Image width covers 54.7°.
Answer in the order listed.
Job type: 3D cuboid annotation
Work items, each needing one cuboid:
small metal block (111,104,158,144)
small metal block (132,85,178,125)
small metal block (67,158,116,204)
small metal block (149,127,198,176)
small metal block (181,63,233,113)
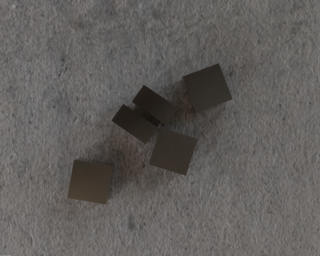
[{"bbox_3d":[-0.031,-0.005,0.397,0.050,0.050,0.025,35,90,-1],"label":"small metal block"},{"bbox_3d":[-0.006,-0.028,0.397,0.050,0.050,0.025,34,90,-1],"label":"small metal block"},{"bbox_3d":[-0.090,0.069,0.409,0.050,0.025,0.050,10,90,-1],"label":"small metal block"},{"bbox_3d":[0.017,0.030,0.410,0.050,0.025,0.050,17,90,-1],"label":"small metal block"},{"bbox_3d":[0.061,-0.052,0.411,0.050,0.025,0.050,-21,90,-1],"label":"small metal block"}]
